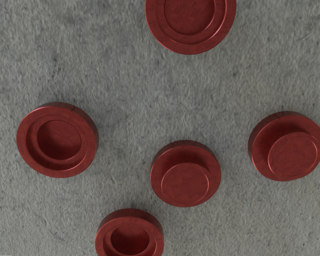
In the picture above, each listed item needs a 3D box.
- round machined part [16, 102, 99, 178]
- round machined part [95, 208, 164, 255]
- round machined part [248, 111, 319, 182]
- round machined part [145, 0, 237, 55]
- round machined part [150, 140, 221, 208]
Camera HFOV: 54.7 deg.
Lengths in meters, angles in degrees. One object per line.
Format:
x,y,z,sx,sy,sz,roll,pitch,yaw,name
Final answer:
-0.129,0.012,0.404,0.099,0.042,0.097,0,110,-1,round machined part
-0.044,0.160,0.459,0.099,0.042,0.097,0,110,-1,round machined part
0.172,0.030,0.414,0.099,0.042,0.097,0,110,-1,round machined part
0.033,-0.135,0.351,0.099,0.042,0.097,0,110,-1,round machined part
0.036,0.069,0.427,0.099,0.042,0.097,0,110,-1,round machined part
